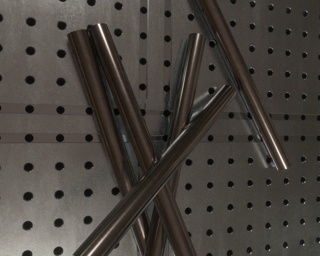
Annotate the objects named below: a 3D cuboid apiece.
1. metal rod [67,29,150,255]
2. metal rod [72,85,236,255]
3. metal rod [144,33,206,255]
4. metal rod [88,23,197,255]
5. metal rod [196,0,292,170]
[{"bbox_3d":[-0.056,0.026,0.392,0.025,0.025,0.298,-20,97,-19],"label":"metal rod"},{"bbox_3d":[0.016,0.034,0.362,0.025,0.025,0.301,54,52,-13],"label":"metal rod"},{"bbox_3d":[0.022,0.018,0.408,0.025,0.025,0.299,15,80,-20],"label":"metal rod"},{"bbox_3d":[-0.023,0.015,0.374,0.025,0.025,0.299,-20,86,-19],"label":"metal rod"},{"bbox_3d":[0.125,-0.070,0.460,0.025,0.025,0.299,-32,101,-17],"label":"metal rod"}]
